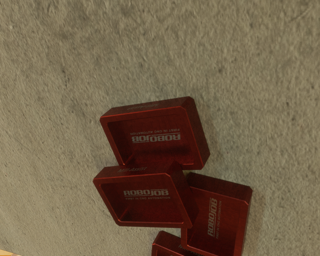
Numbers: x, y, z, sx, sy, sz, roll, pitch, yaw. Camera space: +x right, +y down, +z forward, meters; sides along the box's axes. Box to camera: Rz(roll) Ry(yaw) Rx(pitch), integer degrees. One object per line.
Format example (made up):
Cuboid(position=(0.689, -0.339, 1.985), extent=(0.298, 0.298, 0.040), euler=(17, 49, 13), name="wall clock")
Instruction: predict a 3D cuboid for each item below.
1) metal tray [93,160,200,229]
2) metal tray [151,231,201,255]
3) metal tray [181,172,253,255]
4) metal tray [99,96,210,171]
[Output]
Cuboid(position=(-0.021, 0.095, 0.432), extent=(0.130, 0.030, 0.090), euler=(-10, 114, 32), name="metal tray")
Cuboid(position=(0.050, 0.235, 0.521), extent=(0.130, 0.030, 0.089), euler=(17, 125, 18), name="metal tray")
Cuboid(position=(0.077, 0.132, 0.443), extent=(0.090, 0.030, 0.129), euler=(11, 123, 21), name="metal tray")
Cuboid(position=(-0.008, 0.012, 0.413), extent=(0.130, 0.030, 0.090), euler=(-6, 116, 30), name="metal tray")
